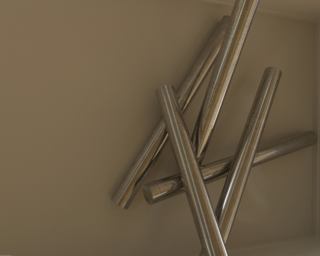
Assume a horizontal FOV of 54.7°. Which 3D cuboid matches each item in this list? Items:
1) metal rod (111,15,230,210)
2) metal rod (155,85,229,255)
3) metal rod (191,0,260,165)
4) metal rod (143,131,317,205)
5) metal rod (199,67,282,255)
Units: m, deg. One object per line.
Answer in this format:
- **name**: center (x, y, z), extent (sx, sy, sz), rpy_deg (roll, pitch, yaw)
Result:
- **metal rod**: center (0.025, -0.029, 0.420), extent (0.025, 0.025, 0.300), rpy_deg (35, 79, -17)
- **metal rod**: center (0.045, 0.084, 0.350), extent (0.025, 0.025, 0.299), rpy_deg (-8, 68, -20)
- **metal rod**: center (0.073, -0.059, 0.374), extent (0.025, 0.025, 0.298), rpy_deg (7, 113, -20)
- **metal rod**: center (0.115, 0.047, 0.431), extent (0.303, 0.025, 0.025), rpy_deg (-13, 95, -29)
- **metal rod**: center (0.106, 0.045, 0.397), extent (0.025, 0.025, 0.300), rpy_deg (32, 67, -18)
